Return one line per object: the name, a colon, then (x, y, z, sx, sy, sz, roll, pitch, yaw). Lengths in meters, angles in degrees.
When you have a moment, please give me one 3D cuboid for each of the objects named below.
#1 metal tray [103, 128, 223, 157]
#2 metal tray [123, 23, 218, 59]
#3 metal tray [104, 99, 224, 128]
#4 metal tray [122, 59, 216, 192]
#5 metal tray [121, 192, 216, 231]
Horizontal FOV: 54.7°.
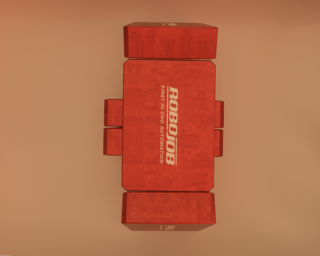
metal tray: (0.004, 0.015, 0.378, 0.131, 0.090, 0.030, 1, 90, 0)
metal tray: (0.010, -0.104, 0.357, 0.091, 0.130, 0.030, 1, 111, 0)
metal tray: (0.005, -0.016, 0.378, 0.131, 0.090, 0.030, 1, 90, 0)
metal tray: (0.008, -0.002, 0.317, 0.091, 0.030, 0.129, 1, 90, -1)
metal tray: (0.008, 0.099, 0.356, 0.091, 0.130, 0.030, 0, 69, -1)
